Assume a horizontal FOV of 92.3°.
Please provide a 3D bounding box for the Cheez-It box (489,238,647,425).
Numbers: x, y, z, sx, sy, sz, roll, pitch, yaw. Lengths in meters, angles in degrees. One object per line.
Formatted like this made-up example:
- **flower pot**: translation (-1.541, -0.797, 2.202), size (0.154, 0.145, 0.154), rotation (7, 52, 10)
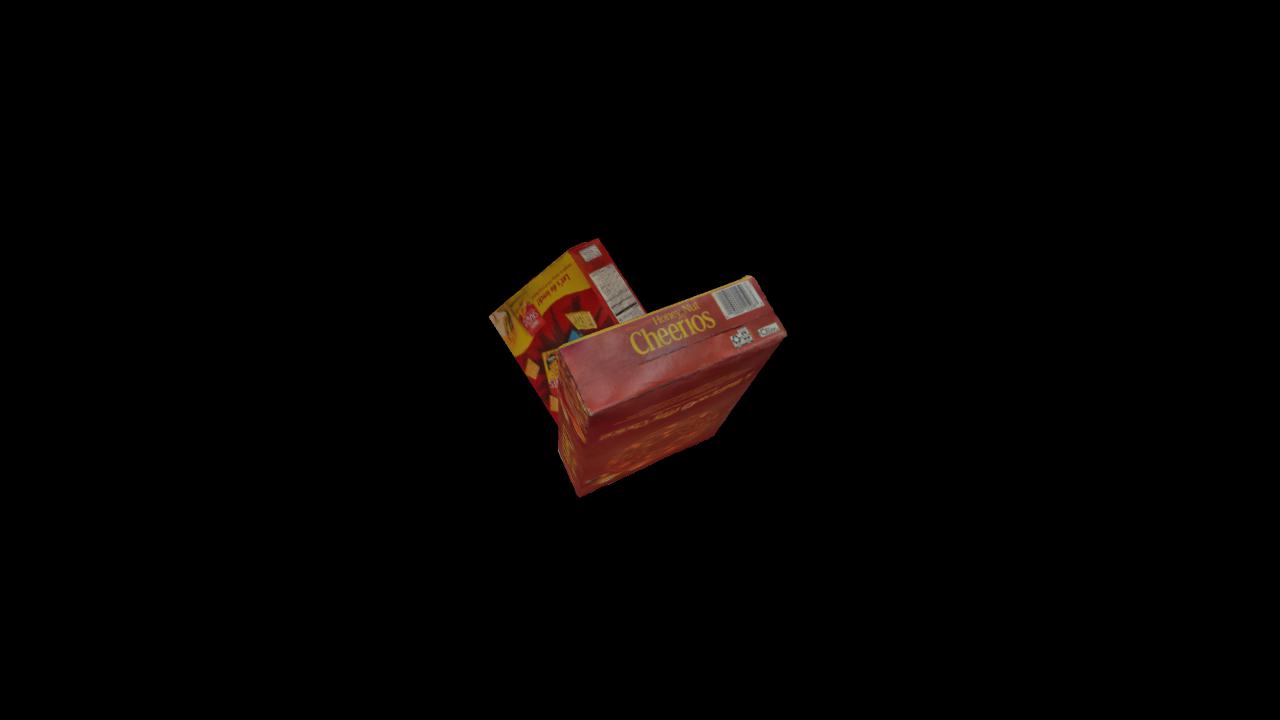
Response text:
- **Cheez-It box**: translation (-0.055, -0.003, 0.714), size (0.166, 0.223, 0.071), rotation (-30, 4, 40)

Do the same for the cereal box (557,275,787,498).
- **cereal box**: translation (0.014, 0.046, 0.672), size (0.203, 0.081, 0.306), rotation (-22, -20, -16)
